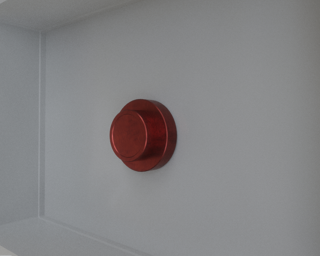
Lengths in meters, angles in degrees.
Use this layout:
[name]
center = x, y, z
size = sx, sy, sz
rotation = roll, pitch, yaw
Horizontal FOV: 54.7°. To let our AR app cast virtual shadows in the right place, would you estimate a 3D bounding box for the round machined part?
[round machined part]
center = -0.029, 0.010, 0.413
size = 0.098, 0.042, 0.097
rotation = 0, 90, 39
